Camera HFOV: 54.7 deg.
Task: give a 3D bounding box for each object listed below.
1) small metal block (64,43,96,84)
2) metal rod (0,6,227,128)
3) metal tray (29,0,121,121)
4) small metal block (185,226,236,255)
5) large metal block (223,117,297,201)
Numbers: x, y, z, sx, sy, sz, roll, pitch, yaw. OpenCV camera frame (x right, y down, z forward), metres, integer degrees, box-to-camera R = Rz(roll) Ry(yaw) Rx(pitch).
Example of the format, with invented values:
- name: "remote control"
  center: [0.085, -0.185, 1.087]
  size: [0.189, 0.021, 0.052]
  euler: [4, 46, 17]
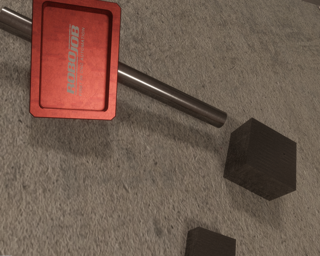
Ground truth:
- name: "small metal block"
  center: [-0.097, -0.081, 0.402]
  size: [0.050, 0.025, 0.050]
  euler: [-18, 71, -35]
- name: "metal rod"
  center: [-0.044, -0.067, 0.391]
  size: [0.302, 0.025, 0.025]
  euler: [23, 53, -19]
- name: "metal tray"
  center: [-0.094, -0.075, 0.345]
  size: [0.091, 0.030, 0.129]
  euler: [2, 95, -18]
- name: "small metal block"
  center: [0.056, 0.145, 0.347]
  size: [0.050, 0.025, 0.050]
  euler: [23, 53, -15]
- name: "large metal block"
  center: [0.143, 0.045, 0.440]
  size: [0.080, 0.050, 0.080]
  euler: [28, 52, -11]
